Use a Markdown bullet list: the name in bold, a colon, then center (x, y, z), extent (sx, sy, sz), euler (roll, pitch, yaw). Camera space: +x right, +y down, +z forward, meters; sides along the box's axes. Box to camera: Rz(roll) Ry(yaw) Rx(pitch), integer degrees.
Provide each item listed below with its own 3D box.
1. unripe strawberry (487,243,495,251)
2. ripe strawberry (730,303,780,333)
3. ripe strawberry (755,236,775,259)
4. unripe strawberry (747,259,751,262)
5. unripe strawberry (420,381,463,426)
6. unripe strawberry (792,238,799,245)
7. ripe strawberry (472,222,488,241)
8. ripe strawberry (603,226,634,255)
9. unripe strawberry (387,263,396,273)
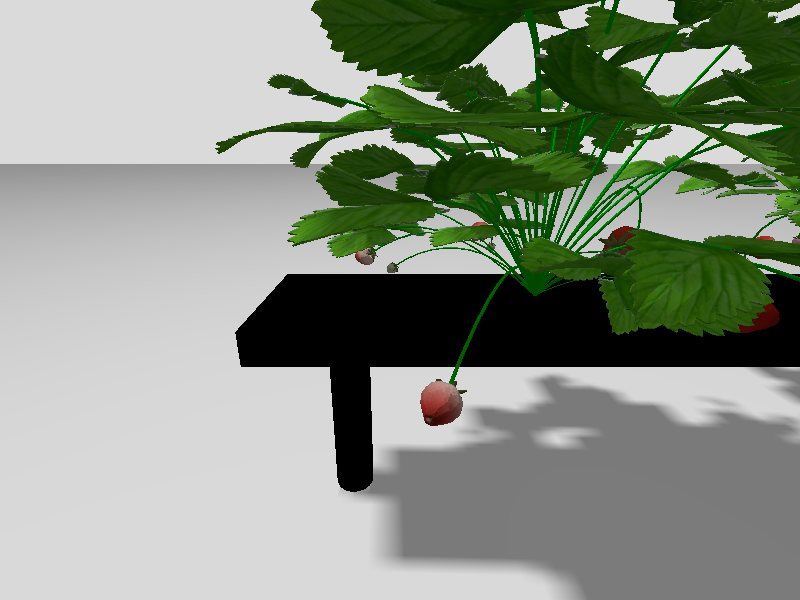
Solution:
- **unripe strawberry**: center (0.114, -0.065, 0.500), extent (0.010, 0.011, 0.011), euler (-2, 21, -4)
- **ripe strawberry**: center (0.256, 0.009, 0.293), extent (0.035, 0.034, 0.032), euler (15, 25, 28)
- **ripe strawberry**: center (0.442, -0.065, 0.492), extent (0.029, 0.029, 0.032), euler (19, 28, 42)
- **unripe strawberry**: center (0.384, -0.040, 0.447), extent (0.011, 0.011, 0.011), euler (9, 22, 22)
- **unripe strawberry**: center (0.019, 0.052, 0.195), extent (0.021, 0.022, 0.022), euler (11, 32, 28)
- **unripe strawberry**: center (0.531, -0.076, 0.534), extent (0.013, 0.014, 0.015), euler (-5, 21, -13)
- **ripe strawberry**: center (0.116, -0.102, 0.589), extent (0.032, 0.028, 0.033), euler (-1, 20, -2)
- **ripe strawberry**: center (0.261, -0.063, 0.462), extent (0.044, 0.046, 0.040), euler (-15, 25, -35)
- **unripe strawberry**: center (-0.009, -0.034, 0.438), extent (0.012, 0.012, 0.011), euler (-28, 3, 34)
